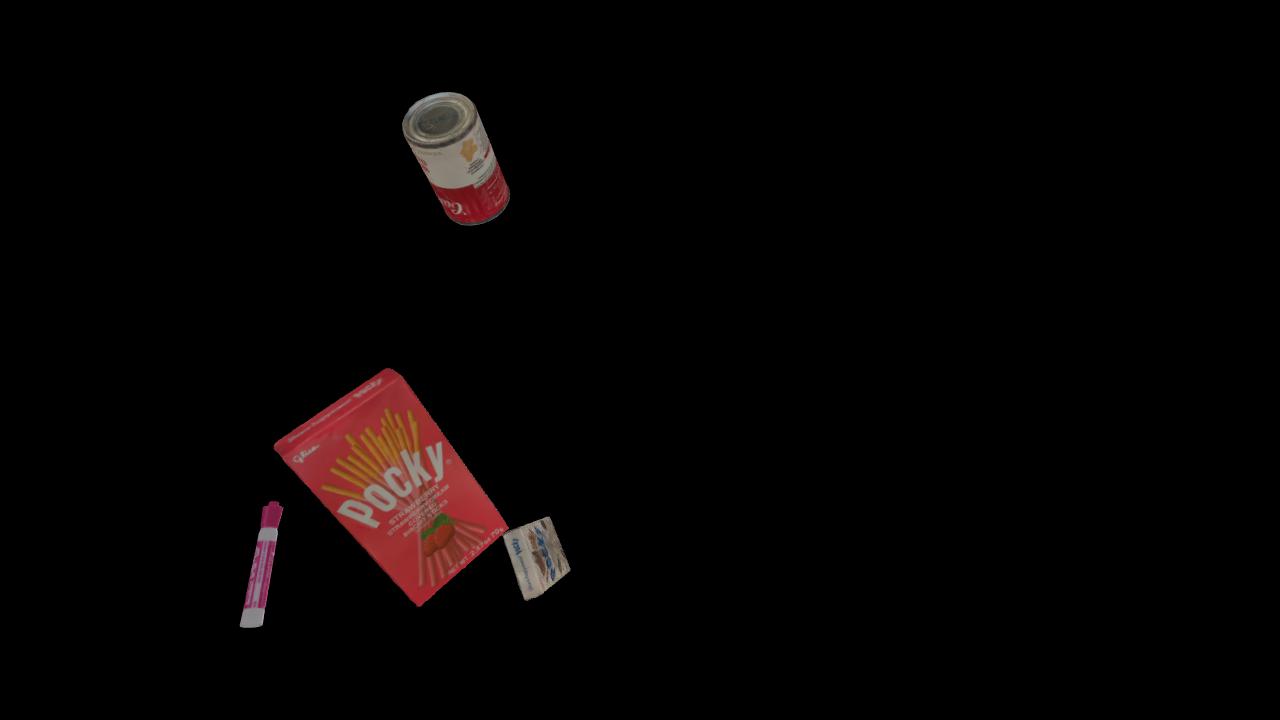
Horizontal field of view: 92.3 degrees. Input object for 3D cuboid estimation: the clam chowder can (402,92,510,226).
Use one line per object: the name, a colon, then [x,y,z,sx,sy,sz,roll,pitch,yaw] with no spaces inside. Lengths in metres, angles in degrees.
clam chowder can: [-0.167,-0.183,0.568,0.068,0.068,0.102,0,-28,6]

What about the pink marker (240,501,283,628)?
pink marker: [-0.377,0.201,0.614,0.020,0.121,0.020,-5,-29,-3]

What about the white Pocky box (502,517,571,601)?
white Pocky box: [-0.132,0.252,0.799,0.028,0.084,0.154,-23,-11,1]

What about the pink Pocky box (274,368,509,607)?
pink Pocky box: [-0.162,0.090,0.422,0.084,0.155,0.029,-40,34,-25]
